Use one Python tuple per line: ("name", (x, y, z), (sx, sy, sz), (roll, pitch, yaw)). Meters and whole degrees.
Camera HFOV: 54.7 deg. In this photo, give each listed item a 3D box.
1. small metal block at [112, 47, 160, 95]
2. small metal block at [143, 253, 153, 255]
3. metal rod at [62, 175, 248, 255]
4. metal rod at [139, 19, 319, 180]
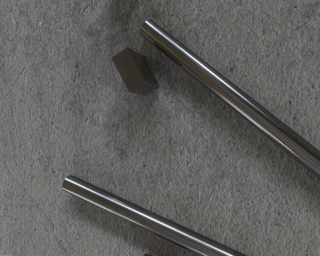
("small metal block", (-0.031, -0.072, 0.406), (0.025, 0.050, 0.050), (-31, 80, 17))
("small metal block", (-0.008, 0.191, 0.398), (0.050, 0.050, 0.025), (12, 94, 19))
("metal rod", (-0.001, 0.129, 0.408), (0.301, 0.025, 0.025), (20, 97, 18))
("metal rod", (0.090, -0.038, 0.376), (0.300, 0.025, 0.025), (42, 103, 14))
